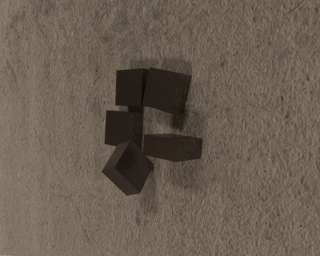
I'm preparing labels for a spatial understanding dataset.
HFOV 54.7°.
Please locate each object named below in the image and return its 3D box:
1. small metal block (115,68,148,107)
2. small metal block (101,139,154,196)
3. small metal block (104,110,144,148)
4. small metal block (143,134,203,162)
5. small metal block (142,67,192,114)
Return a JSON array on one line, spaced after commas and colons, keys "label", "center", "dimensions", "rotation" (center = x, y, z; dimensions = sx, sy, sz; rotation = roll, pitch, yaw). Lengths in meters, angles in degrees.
[{"label": "small metal block", "center": [-0.035, -0.055, 0.432], "dimensions": [0.050, 0.025, 0.050], "rotation": [4, 93, 39]}, {"label": "small metal block", "center": [-0.041, 0.052, 0.407], "dimensions": [0.025, 0.050, 0.050], "rotation": [-20, 121, 38]}, {"label": "small metal block", "center": [-0.052, 0.001, 0.446], "dimensions": [0.050, 0.025, 0.050], "rotation": [7, 94, 39]}, {"label": "small metal block", "center": [0.016, 0.022, 0.374], "dimensions": [0.050, 0.050, 0.025], "rotation": [8, 95, 39]}, {"label": "small metal block", "center": [0.008, -0.048, 0.396], "dimensions": [0.050, 0.025, 0.050], "rotation": [19, 102, 38]}]
